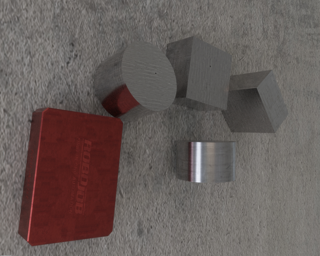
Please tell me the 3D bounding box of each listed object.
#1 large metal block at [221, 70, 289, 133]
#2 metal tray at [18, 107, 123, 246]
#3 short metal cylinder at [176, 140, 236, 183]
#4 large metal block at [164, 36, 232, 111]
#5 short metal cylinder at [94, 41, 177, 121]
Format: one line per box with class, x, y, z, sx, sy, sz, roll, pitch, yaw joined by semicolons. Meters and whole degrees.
large metal block;0.142;-0.039;0.488;0.050;0.080;0.080;-45;117;-31
metal tray;-0.090;0.049;0.326;0.091;0.030;0.129;8;85;-40
short metal cylinder;0.062;0.043;0.421;0.081;0.080;0.050;1;90;-40
large metal block;0.052;-0.071;0.431;0.081;0.050;0.080;12;83;-39
short metal cylinder;-0.027;-0.052;0.355;0.081;0.050;0.080;16;67;-42
